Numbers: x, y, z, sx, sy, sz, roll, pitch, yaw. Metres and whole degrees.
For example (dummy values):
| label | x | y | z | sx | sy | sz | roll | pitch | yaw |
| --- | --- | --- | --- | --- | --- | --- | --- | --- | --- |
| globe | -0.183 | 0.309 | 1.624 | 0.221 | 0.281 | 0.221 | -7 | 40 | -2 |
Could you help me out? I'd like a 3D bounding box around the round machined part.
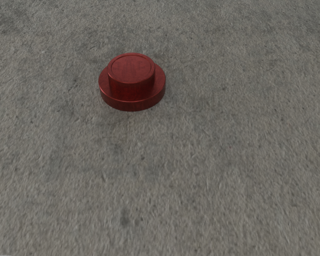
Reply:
| label | x | y | z | sx | sy | sz | roll | pitch | yaw |
| --- | --- | --- | --- | --- | --- | --- | --- | --- | --- |
| round machined part | -0.041 | -0.073 | 0.453 | 0.099 | 0.042 | 0.098 | 0 | 50 | 0 |
